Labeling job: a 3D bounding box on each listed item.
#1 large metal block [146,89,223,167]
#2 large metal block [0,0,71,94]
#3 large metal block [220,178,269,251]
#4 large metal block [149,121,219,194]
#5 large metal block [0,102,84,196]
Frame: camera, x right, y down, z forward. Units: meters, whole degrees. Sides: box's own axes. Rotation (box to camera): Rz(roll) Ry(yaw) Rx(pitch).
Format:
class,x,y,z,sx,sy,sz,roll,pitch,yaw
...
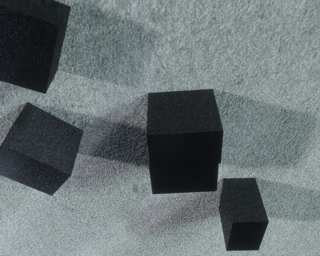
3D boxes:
class,x,y,z,sx,sy,sz,roll,pitch,yaw
large metal block,0.028,-0.002,0.370,0.080,0.080,0.050,-3,130,2
large metal block,-0.143,-0.091,0.311,0.081,0.050,0.079,17,128,-14
large metal block,0.128,0.136,0.489,0.050,0.080,0.079,-1,130,1
large metal block,0.029,0.037,0.403,0.080,0.080,0.050,-3,130,2
large metal block,-0.152,0.026,0.391,0.080,0.080,0.050,31,123,-24
